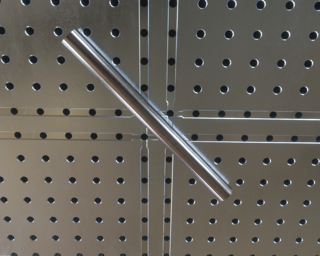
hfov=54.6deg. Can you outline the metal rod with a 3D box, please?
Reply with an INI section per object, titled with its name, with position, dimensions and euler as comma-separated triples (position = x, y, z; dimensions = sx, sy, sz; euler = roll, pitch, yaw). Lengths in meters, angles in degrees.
[metal rod]
position = -0.007, -0.008, 0.411
dimensions = 0.025, 0.025, 0.300
euler = -41, 105, 13
